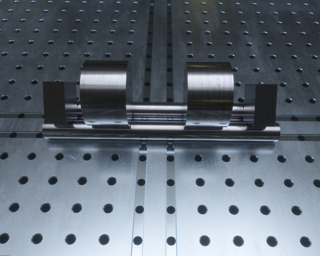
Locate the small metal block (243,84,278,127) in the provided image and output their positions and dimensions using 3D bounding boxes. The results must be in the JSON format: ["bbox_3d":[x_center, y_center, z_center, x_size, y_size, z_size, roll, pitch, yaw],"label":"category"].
[{"bbox_3d":[0.124,-0.030,0.388,0.025,0.050,0.050,0,9,1],"label":"small metal block"}]

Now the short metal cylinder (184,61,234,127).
[{"bbox_3d":[0.056,-0.041,0.378,0.050,0.080,0.080,1,50,0],"label":"short metal cylinder"}]

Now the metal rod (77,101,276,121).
[{"bbox_3d":[0.005,-0.023,0.427,0.302,0.025,0.025,1,50,0],"label":"metal rod"}]

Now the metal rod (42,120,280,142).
[{"bbox_3d":[0.002,0.003,0.405,0.302,0.025,0.025,1,50,0],"label":"metal rod"}]

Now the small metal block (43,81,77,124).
[{"bbox_3d":[-0.124,-0.033,0.389,0.025,0.050,0.050,0,8,1],"label":"small metal block"}]

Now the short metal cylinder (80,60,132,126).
[{"bbox_3d":[-0.062,-0.042,0.379,0.050,0.080,0.080,1,50,0],"label":"short metal cylinder"}]
